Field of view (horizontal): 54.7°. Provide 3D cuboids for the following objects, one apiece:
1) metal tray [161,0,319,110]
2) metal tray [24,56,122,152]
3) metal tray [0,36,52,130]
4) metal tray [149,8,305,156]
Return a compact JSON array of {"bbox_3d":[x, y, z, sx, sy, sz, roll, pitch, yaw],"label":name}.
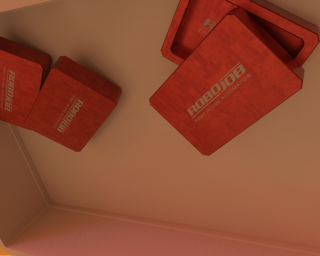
[{"bbox_3d":[0.075,-0.086,0.311,0.130,0.030,0.089,31,128,8],"label":"metal tray"},{"bbox_3d":[-0.124,-0.027,0.433,0.090,0.030,0.129,30,131,-18],"label":"metal tray"},{"bbox_3d":[-0.220,-0.063,0.460,0.091,0.030,0.129,20,129,-9],"label":"metal tray"},{"bbox_3d":[0.060,-0.039,0.309,0.090,0.030,0.129,44,129,-3],"label":"metal tray"}]
